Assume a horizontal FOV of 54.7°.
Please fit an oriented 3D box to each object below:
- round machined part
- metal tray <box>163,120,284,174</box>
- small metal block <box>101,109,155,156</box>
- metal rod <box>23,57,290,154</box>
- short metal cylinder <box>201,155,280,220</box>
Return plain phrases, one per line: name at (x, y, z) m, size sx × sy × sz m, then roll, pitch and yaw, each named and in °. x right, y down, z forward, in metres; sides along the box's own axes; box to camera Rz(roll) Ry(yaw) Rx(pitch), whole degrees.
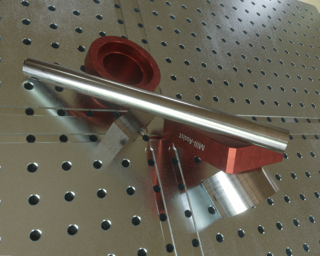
round machined part at (-0.052, -0.072, 0.409) m, size 0.099 × 0.042 × 0.098 m, roll 19°, pitch 48°, yaw -22°
metal tray at (0.075, 0.011, 0.387) m, size 0.091 × 0.030 × 0.130 m, roll -7°, pitch 21°, yaw -32°
small metal block at (-0.038, 0.001, 0.372) m, size 0.025 × 0.050 × 0.050 m, roll 46°, pitch 51°, yaw 3°
metal rod at (-0.015, -0.029, 0.341) m, size 0.301 × 0.025 × 0.025 m, roll 17°, pitch 51°, yaw 12°
short metal cylinder at (0.098, 0.072, 0.384) m, size 0.081 × 0.080 × 0.050 m, roll -18°, pitch 72°, yaw -35°
